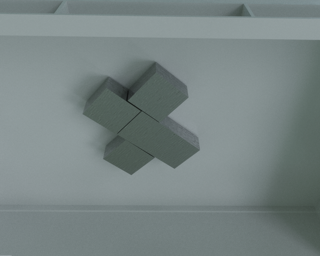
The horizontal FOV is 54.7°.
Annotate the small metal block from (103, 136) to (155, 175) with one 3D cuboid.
[{"bbox_3d":[-0.043,0.034,0.435,0.050,0.025,0.050,35,123,-26],"label":"small metal block"}]

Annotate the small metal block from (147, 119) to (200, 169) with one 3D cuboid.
[{"bbox_3d":[0.018,0.023,0.426,0.050,0.025,0.050,34,122,-26],"label":"small metal block"}]

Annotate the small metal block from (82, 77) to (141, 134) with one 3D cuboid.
[{"bbox_3d":[-0.058,-0.027,0.383,0.050,0.025,0.050,34,122,-26],"label":"small metal block"}]

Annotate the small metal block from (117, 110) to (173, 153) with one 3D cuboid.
[{"bbox_3d":[-0.019,-0.002,0.404,0.050,0.025,0.050,34,122,-26],"label":"small metal block"}]

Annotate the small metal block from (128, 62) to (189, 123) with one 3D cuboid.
[{"bbox_3d":[-0.002,-0.042,0.370,0.050,0.025,0.050,34,121,-26],"label":"small metal block"}]
